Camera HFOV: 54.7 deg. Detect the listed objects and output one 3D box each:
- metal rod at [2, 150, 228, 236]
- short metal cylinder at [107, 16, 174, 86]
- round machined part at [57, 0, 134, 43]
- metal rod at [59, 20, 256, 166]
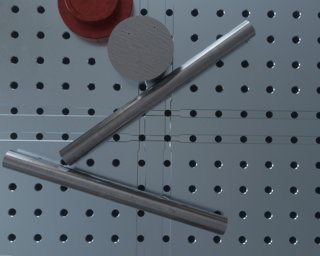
[{"bbox_3d":[-0.058,0.086,0.412,0.302,0.025,0.025,17,90,-1],"label":"metal rod"},{"bbox_3d":[-0.024,-0.097,0.401,0.081,0.050,0.079,0,90,-1],"label":"short metal cylinder"},{"bbox_3d":[-0.085,-0.165,0.404,0.099,0.042,0.097,0,90,-1],"label":"round machined part"},{"bbox_3d":[-0.003,-0.047,0.413,0.301,0.025,0.025,-35,90,-1],"label":"metal rod"}]
